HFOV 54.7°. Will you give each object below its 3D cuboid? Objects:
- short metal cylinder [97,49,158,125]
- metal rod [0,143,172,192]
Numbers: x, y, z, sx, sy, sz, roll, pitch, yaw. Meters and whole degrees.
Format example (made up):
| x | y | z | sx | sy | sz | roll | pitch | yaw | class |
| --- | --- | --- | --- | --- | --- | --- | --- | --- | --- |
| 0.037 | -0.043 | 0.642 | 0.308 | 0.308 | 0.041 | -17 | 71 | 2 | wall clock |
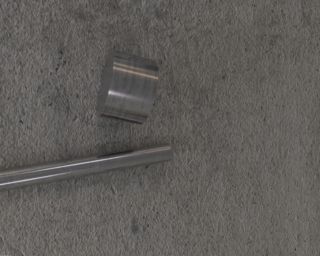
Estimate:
| x | y | z | sx | sy | sz | roll | pitch | yaw | class |
| --- | --- | --- | --- | --- | --- | --- | --- | --- | --- |
| -0.040 | -0.047 | 0.365 | 0.050 | 0.080 | 0.080 | 11 | 87 | -20 | short metal cylinder |
| -0.130 | 0.052 | 0.361 | 0.303 | 0.025 | 0.025 | -8 | 93 | -20 | metal rod |
